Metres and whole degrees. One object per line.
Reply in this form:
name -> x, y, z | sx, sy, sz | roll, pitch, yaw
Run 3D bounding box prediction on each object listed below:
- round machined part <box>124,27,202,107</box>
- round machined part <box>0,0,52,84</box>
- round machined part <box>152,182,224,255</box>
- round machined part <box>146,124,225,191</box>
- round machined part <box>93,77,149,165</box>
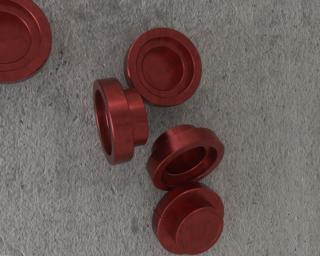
round machined part -> 0.001, -0.075, 0.400 | 0.099, 0.042, 0.097 | 0, 90, -20
round machined part -> -0.170, -0.096, 0.337 | 0.099, 0.042, 0.097 | 0, 90, -20
round machined part -> 0.043, 0.123, 0.402 | 0.099, 0.042, 0.097 | -8, 109, -22
round machined part -> 0.028, 0.033, 0.392 | 0.099, 0.097, 0.042 | -18, 52, -15
round machined part -> -0.044, -0.010, 0.354 | 0.042, 0.098, 0.097 | -11, 94, -20
